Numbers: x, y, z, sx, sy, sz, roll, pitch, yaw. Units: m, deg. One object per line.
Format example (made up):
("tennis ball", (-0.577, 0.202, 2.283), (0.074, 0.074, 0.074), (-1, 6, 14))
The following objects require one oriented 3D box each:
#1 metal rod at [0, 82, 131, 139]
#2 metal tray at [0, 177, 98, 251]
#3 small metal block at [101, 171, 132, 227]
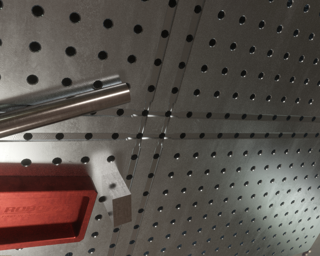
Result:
("metal rod", (-0.175, 0.001, 0.316), (0.302, 0.025, 0.025), (-18, 126, -19))
("metal tray", (-0.154, 0.106, 0.390), (0.131, 0.030, 0.089), (6, 116, -32))
("small metal block", (-0.060, 0.096, 0.424), (0.025, 0.050, 0.050), (-12, 124, -22))
